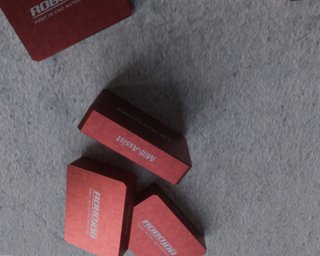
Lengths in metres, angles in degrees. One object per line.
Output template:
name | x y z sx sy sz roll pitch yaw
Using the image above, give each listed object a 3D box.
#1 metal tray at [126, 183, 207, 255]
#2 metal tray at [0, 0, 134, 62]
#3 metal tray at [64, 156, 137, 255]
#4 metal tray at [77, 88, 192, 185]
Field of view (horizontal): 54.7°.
metal tray | -0.003 0.156 0.465 0.090 0.030 0.130 -35 107 11
metal tray | -0.107 -0.144 0.353 0.130 0.030 0.090 -24 109 8
metal tray | -0.085 0.113 0.430 0.090 0.030 0.129 15 111 18
metal tray | -0.026 0.007 0.377 0.130 0.090 0.030 31 107 -11
